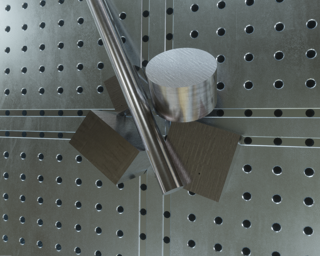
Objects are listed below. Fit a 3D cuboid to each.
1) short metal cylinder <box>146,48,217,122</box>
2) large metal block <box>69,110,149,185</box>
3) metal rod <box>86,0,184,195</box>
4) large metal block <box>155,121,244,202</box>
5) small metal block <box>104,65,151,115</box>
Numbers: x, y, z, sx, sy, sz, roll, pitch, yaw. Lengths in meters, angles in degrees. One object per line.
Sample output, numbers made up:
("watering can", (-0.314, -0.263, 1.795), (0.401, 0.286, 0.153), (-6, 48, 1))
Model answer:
("short metal cylinder", (0.027, -0.052, 0.366), (0.080, 0.080, 0.050), (9, 137, 19))
("large metal block", (-0.054, 0.022, 0.401), (0.080, 0.080, 0.050), (39, 102, 15))
("metal rod", (-0.040, -0.060, 0.394), (0.025, 0.025, 0.299), (-29, 69, 17))
("large metal block", (0.050, 0.034, 0.381), (0.080, 0.050, 0.080), (19, 96, 18))
("small metal block", (-0.042, -0.051, 0.427), (0.050, 0.025, 0.050), (-25, 82, 18))
